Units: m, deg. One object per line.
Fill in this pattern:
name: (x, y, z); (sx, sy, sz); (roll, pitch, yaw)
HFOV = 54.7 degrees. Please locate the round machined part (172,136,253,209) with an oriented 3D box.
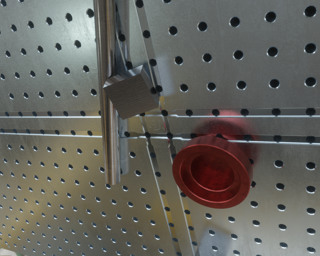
round machined part: (0.069, 0.052, 0.395); (0.098, 0.042, 0.097); (13, 124, 20)

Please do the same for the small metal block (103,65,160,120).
small metal block: (-0.034, -0.044, 0.386); (0.050, 0.025, 0.050); (-18, 121, 16)

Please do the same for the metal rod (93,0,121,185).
metal rod: (-0.069, -0.042, 0.419); (0.025, 0.025, 0.298); (16, 125, 19)
